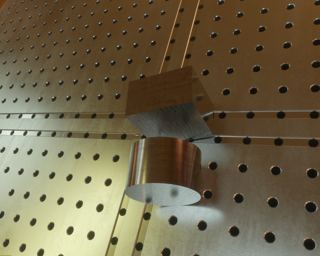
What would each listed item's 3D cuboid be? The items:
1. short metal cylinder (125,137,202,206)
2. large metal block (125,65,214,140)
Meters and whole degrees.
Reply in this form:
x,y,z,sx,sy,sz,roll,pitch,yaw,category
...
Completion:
x,y,z,sx,sy,sz,roll,pitch,yaw,category
0.005,0.050,0.340,0.080,0.080,0.050,-9,58,23,short metal cylinder
0.015,-0.023,0.379,0.080,0.080,0.050,-11,57,22,large metal block
